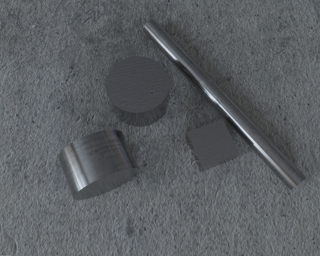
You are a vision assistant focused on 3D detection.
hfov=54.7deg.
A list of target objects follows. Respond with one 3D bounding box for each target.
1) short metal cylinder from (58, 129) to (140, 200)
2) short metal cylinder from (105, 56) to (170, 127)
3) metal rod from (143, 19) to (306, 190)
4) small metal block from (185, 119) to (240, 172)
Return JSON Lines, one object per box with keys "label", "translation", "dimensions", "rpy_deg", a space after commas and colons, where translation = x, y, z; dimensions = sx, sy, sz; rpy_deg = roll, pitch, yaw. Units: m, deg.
{"label": "short metal cylinder", "translation": [-0.071, 0.044, 0.363], "dimensions": [0.080, 0.080, 0.050], "rpy_deg": [-24, 72, -8]}
{"label": "short metal cylinder", "translation": [-0.028, -0.047, 0.412], "dimensions": [0.081, 0.050, 0.080], "rpy_deg": [0, 70, 0]}
{"label": "metal rod", "translation": [0.078, -0.042, 0.424], "dimensions": [0.025, 0.025, 0.300], "rpy_deg": [-37, 74, -12]}
{"label": "small metal block", "translation": [0.067, 0.023, 0.400], "dimensions": [0.050, 0.025, 0.050], "rpy_deg": [-20, 71, -7]}
